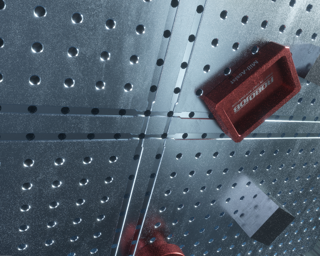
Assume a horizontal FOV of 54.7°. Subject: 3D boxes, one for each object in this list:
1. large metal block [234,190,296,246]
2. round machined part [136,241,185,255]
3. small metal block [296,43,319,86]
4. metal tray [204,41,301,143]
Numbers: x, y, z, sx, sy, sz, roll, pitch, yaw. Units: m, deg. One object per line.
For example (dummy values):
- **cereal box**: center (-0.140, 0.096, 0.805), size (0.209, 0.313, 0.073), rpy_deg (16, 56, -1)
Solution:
- **large metal block**: center (0.211, 0.182, 0.623), size (0.080, 0.050, 0.080), rpy_deg (34, 99, -39)
- **round machined part**: center (-0.006, 0.239, 0.545), size (0.099, 0.042, 0.097), rpy_deg (-14, 124, -21)
- **small metal block**: center (0.244, -0.097, 0.484), size (0.050, 0.025, 0.050), rpy_deg (13, 112, -34)
- **metal tray**: center (0.138, -0.050, 0.451), size (0.130, 0.030, 0.090), rpy_deg (-40, 130, -1)
